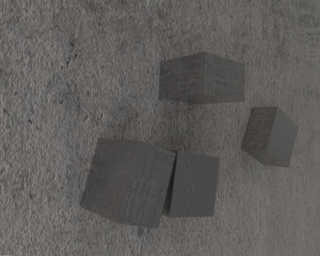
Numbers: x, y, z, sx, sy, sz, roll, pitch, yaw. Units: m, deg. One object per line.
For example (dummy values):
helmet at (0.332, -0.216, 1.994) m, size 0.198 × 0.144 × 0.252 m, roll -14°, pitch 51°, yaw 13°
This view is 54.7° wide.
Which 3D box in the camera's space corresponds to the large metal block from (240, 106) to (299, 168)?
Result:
large metal block at (0.197, 0.017, 0.554) m, size 0.080 × 0.050 × 0.080 m, roll 33°, pitch 70°, yaw -35°

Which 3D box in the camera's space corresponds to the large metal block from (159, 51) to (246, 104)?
large metal block at (0.056, -0.062, 0.415) m, size 0.081 × 0.080 × 0.050 m, roll 4°, pitch 88°, yaw -40°

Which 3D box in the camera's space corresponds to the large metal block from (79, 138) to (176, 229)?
large metal block at (-0.037, 0.057, 0.338) m, size 0.050 × 0.080 × 0.080 m, roll 23°, pitch 76°, yaw -38°

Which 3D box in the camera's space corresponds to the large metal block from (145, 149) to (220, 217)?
large metal block at (0.031, 0.073, 0.414) m, size 0.081 × 0.050 × 0.080 m, roll 13°, pitch 82°, yaw -39°
